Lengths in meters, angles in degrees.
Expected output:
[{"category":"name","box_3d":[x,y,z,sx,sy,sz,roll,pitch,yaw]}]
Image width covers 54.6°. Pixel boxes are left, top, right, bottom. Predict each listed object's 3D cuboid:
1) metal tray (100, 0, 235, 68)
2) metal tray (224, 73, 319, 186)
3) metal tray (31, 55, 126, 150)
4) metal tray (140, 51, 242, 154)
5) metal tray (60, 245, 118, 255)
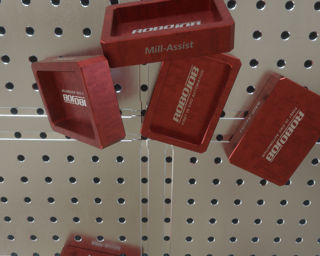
[{"category":"metal tray","box_3d":[0.006,-0.110,0.336,0.131,0.090,0.030,-7,134,2]},{"category":"metal tray","box_3d":[0.158,0.005,0.414,0.090,0.030,0.129,25,108,-9]},{"category":"metal tray","box_3d":[-0.096,-0.033,0.351,0.030,0.130,0.090,-26,115,-35]},{"category":"metal tray","box_3d":[0.036,-0.040,0.395,0.090,0.030,0.129,17,109,-6]},{"category":"metal tray","box_3d":[-0.102,0.247,0.500,0.131,0.030,0.089,14,109,-5]}]
